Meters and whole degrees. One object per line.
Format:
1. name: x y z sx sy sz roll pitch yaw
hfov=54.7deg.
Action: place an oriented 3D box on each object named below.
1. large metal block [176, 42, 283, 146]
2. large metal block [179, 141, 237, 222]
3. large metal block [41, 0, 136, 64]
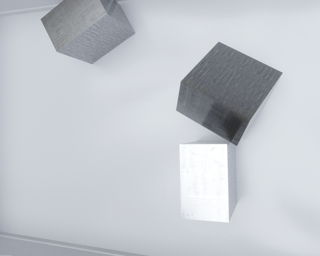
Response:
1. large metal block: 0.076 -0.040 0.349 0.080 0.050 0.080 32 59 17
2. large metal block: 0.059 0.056 0.360 0.050 0.080 0.079 -1 90 20
3. large metal block: -0.093 -0.135 0.413 0.080 0.080 0.050 -31 80 17
